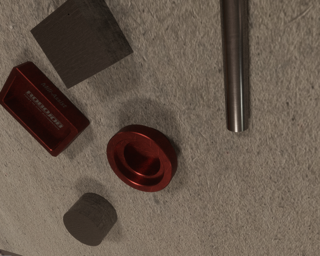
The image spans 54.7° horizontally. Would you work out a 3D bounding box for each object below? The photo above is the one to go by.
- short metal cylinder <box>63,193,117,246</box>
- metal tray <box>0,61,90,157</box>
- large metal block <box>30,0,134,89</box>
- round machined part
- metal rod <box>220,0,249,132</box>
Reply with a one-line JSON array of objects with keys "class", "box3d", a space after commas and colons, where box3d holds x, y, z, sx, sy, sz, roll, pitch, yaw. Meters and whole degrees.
[{"class": "short metal cylinder", "box3d": [-0.124, 0.163, 0.555, 0.080, 0.050, 0.079, 13, 124, 20]}, {"class": "metal tray", "box3d": [-0.182, -0.026, 0.480, 0.130, 0.030, 0.090, 47, 129, -5]}, {"class": "large metal block", "box3d": [-0.093, -0.104, 0.373, 0.080, 0.050, 0.080, -19, 109, 35]}, {"class": "round machined part", "box3d": [-0.021, 0.037, 0.428, 0.098, 0.042, 0.097, 13, 124, 20]}, {"class": "metal rod", "box3d": [0.068, -0.132, 0.288, 0.025, 0.025, 0.298, 5, 121, 25]}]
